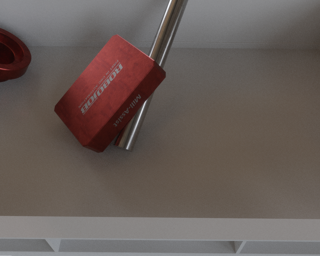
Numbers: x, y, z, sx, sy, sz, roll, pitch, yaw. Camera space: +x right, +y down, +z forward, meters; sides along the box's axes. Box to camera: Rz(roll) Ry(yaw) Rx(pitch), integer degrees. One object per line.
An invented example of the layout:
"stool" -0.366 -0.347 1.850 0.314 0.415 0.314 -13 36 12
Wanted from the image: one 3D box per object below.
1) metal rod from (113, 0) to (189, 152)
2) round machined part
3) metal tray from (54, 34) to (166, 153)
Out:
"metal rod" 0.003 -0.112 0.415 0.025 0.025 0.299 17 78 13
"round machined part" -0.249 -0.106 0.460 0.098 0.042 0.098 28 35 -22
"metal tray" -0.066 -0.045 0.392 0.130 0.030 0.090 -50 55 3
